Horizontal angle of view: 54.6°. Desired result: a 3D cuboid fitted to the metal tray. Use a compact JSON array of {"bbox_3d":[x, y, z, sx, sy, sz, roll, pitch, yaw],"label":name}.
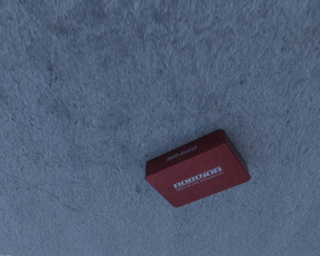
[{"bbox_3d":[0.055,0.064,0.459,0.130,0.030,0.090,-26,126,20],"label":"metal tray"}]
